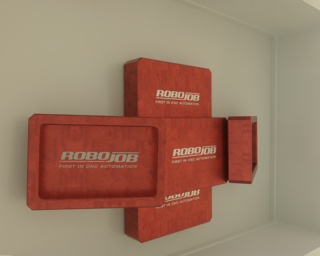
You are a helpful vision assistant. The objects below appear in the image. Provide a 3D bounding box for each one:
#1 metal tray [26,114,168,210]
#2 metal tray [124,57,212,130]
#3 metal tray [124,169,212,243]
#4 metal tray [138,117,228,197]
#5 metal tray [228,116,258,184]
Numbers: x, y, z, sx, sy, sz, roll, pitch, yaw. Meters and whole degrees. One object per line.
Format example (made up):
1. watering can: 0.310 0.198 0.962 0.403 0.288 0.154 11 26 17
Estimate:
1. metal tray: -0.060 0.033 0.311 0.131 0.030 0.089 1 90 -11
2. metal tray: 0.015 -0.039 0.412 0.131 0.030 0.089 -1 91 -40
3. metal tray: 0.015 0.090 0.413 0.131 0.030 0.089 -1 91 -40
4. metal tray: 0.034 0.032 0.391 0.131 0.030 0.089 -2 91 -40
5. metal tray: 0.128 0.027 0.467 0.130 0.030 0.089 -6 95 -69
